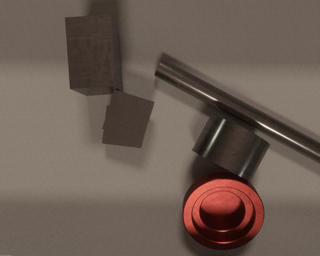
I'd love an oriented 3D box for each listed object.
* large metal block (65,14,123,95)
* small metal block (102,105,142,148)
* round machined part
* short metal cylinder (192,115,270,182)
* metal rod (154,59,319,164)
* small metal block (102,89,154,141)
[{"bbox_3d":[-0.078,-0.085,0.383,0.050,0.080,0.079,-4,90,0],"label":"large metal block"},{"bbox_3d":[-0.047,-0.002,0.411,0.050,0.025,0.050,7,90,-1],"label":"small metal block"},{"bbox_3d":[0.078,0.101,0.397,0.099,0.042,0.097,1,104,3],"label":"round machined part"},{"bbox_3d":[0.087,0.025,0.385,0.080,0.080,0.050,28,90,-1],"label":"short metal cylinder"},{"bbox_3d":[0.131,-0.010,0.413,0.301,0.025,0.025,28,90,-1],"label":"metal rod"},{"bbox_3d":[-0.038,-0.015,0.386,0.050,0.025,0.050,17,90,-1],"label":"small metal block"}]
